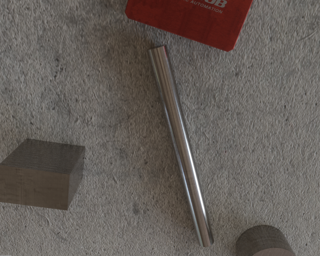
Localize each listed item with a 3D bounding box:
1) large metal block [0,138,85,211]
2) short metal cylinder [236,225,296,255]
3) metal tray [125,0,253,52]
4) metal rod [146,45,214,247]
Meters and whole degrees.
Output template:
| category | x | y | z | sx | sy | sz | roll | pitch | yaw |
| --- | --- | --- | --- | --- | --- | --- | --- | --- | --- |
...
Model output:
| category | x | y | z | sx | sy | sz | roll | pitch | yaw |
| --- | --- | --- | --- | --- | --- | --- | --- | --- | --- |
| large metal block | -0.148 | 0.057 | 0.400 | 0.081 | 0.080 | 0.050 | 8 | 110 | -3 |
| short metal cylinder | 0.161 | 0.196 | 0.470 | 0.081 | 0.050 | 0.079 | 0 | 110 | 0 |
| metal tray | 0.035 | -0.150 | 0.352 | 0.131 | 0.030 | 0.089 | 17 | 109 | -7 |
| metal rod | 0.033 | 0.038 | 0.423 | 0.025 | 0.025 | 0.298 | -14 | 110 | 5 |
